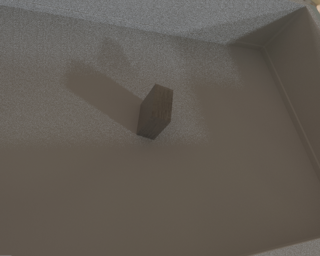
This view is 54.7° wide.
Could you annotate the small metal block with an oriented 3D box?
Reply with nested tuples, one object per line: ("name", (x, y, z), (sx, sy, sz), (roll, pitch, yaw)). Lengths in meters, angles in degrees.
("small metal block", (-0.007, -0.020, 0.400), (0.025, 0.050, 0.050), (18, 55, -18))
